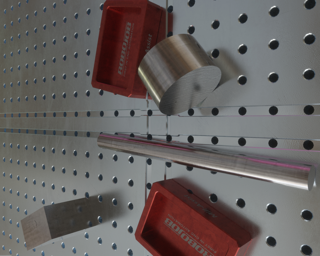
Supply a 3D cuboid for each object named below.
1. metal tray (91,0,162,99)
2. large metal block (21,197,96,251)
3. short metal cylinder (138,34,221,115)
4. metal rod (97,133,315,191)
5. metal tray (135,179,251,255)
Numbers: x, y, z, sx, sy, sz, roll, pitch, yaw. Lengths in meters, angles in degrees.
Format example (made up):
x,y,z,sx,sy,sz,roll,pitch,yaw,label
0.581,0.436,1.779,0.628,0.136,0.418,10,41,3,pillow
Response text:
x,y,z,sx,sy,sz,roll,pitch,yaw,label
-0.051,-0.114,0.448,0.090,0.030,0.129,19,102,38,metal tray
-0.168,0.158,0.513,0.080,0.081,0.050,-33,70,35,large metal block
0.022,-0.060,0.355,0.080,0.081,0.050,-46,63,30,short metal cylinder
0.027,0.033,0.386,0.300,0.025,0.025,7,94,39,metal rod
0.033,0.133,0.378,0.130,0.030,0.089,30,109,36,metal tray
